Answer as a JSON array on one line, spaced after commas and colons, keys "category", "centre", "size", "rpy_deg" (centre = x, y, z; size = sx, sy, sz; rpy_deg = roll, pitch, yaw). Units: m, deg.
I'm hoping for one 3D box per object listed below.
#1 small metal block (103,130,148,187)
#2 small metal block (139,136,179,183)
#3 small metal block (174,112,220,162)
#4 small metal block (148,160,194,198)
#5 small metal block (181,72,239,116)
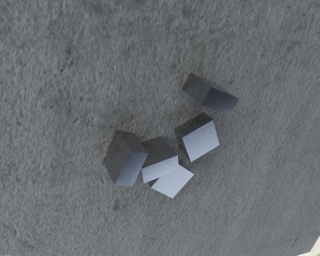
[{"category": "small metal block", "centre": [-0.045, 0.038, 0.391], "size": [0.025, 0.050, 0.050], "rpy_deg": [13, 112, -34]}, {"category": "small metal block", "centre": [-0.009, 0.041, 0.412], "size": [0.050, 0.050, 0.025], "rpy_deg": [-18, 126, -18]}, {"category": "small metal block", "centre": [0.054, 0.013, 0.446], "size": [0.050, 0.025, 0.050], "rpy_deg": [-30, 129, -10]}, {"category": "small metal block", "centre": [0.014, 0.071, 0.460], "size": [0.050, 0.025, 0.050], "rpy_deg": [-49, 129, 6]}, {"category": "small metal block", "centre": [0.064, -0.044, 0.400], "size": [0.050, 0.050, 0.025], "rpy_deg": [16, 110, -35]}]
